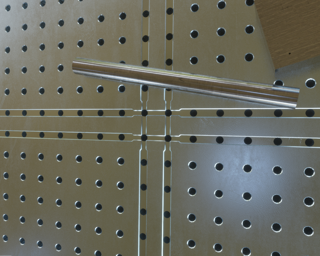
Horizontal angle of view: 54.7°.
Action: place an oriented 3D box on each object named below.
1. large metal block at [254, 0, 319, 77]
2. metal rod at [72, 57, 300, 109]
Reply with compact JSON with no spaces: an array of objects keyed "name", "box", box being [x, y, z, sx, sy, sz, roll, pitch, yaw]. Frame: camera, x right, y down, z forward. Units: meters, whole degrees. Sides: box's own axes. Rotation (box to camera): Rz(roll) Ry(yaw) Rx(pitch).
[{"name":"large metal block","box":[0.157,-0.111,0.344,0.080,0.050,0.080,-17,85,19]},{"name":"metal rod","box":[0.019,-0.063,0.405,0.301,0.025,0.025,12,94,19]}]
